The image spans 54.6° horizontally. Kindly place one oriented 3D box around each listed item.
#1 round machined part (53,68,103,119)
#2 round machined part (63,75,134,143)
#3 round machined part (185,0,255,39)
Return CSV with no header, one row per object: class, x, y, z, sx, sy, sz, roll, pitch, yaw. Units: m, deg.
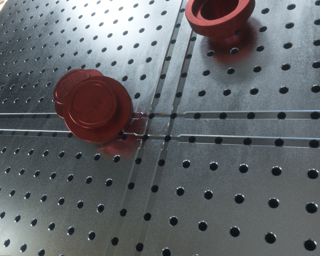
round machined part,-0.132,-0.057,0.503,0.098,0.042,0.098,-13,56,21
round machined part,-0.090,-0.029,0.438,0.098,0.042,0.098,-1,78,4
round machined part,0.090,-0.171,0.456,0.098,0.042,0.098,-13,56,21
